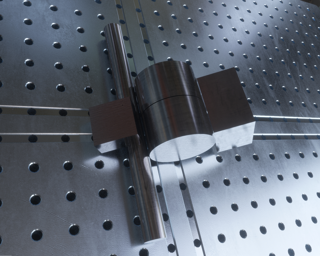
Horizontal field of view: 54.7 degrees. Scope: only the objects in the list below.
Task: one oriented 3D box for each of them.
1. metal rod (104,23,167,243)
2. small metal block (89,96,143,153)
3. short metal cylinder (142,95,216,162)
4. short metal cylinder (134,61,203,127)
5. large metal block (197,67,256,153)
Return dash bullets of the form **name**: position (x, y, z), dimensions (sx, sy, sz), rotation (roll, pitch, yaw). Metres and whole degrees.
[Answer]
- **metal rod**: position (-0.037, -0.013, 0.390), dimensions (0.025, 0.025, 0.299), rotation (0, 62, -28)
- **small metal block**: position (-0.052, -0.004, 0.363), dimensions (0.050, 0.025, 0.050), rotation (-16, 64, 3)
- **short metal cylinder**: position (0.022, 0.003, 0.377), dimensions (0.081, 0.080, 0.050), rotation (0, 62, -28)
- **short metal cylinder**: position (0.011, -0.042, 0.399), dimensions (0.081, 0.080, 0.050), rotation (0, 62, -28)
- **large metal block**: position (0.089, -0.022, 0.420), dimensions (0.050, 0.080, 0.080), rotation (-16, 65, 6)
